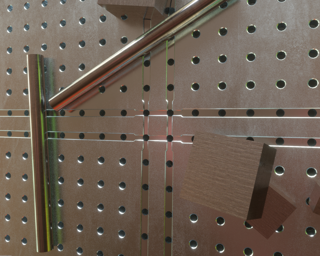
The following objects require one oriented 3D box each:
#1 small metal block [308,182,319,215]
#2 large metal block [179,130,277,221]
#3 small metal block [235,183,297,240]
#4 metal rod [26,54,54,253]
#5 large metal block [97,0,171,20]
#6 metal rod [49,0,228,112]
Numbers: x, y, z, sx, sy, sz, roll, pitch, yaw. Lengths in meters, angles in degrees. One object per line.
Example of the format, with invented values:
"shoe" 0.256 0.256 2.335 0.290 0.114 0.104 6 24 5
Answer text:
"small metal block" 0.192 0.084 0.331 0.050 0.050 0.025 22 98 18
"large metal block" 0.078 0.052 0.355 0.080 0.050 0.080 11 85 36
"small metal block" 0.124 0.093 0.369 0.050 0.025 0.050 40 102 15
"metal rod" -0.185 0.037 0.477 0.025 0.025 0.298 -4 89 20
"large metal block" -0.029 -0.193 0.409 0.080 0.050 0.079 11 94 19
"metal rod" -0.034 -0.106 0.424 0.300 0.025 0.025 -30 81 17
